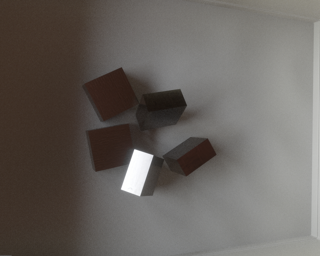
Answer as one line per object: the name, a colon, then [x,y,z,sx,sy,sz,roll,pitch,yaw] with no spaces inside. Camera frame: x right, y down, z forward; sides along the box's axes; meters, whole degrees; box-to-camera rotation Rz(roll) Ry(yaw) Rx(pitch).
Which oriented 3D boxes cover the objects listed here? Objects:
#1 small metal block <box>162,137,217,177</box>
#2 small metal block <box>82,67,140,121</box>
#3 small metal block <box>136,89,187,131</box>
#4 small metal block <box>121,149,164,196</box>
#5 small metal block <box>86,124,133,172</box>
small metal block: [0.038,0.037,0.413,0.050,0.050,0.025,-33,101,-17]
small metal block: [-0.062,-0.042,0.388,0.050,0.025,0.050,-29,100,-18]
small metal block: [0.000,-0.022,0.395,0.050,0.050,0.025,-11,66,-20]
small metal block: [-0.020,0.057,0.388,0.025,0.050,0.050,16,83,18]
small metal block: [-0.062,0.023,0.388,0.050,0.025,0.050,-11,94,-20]
